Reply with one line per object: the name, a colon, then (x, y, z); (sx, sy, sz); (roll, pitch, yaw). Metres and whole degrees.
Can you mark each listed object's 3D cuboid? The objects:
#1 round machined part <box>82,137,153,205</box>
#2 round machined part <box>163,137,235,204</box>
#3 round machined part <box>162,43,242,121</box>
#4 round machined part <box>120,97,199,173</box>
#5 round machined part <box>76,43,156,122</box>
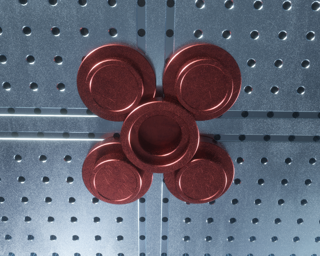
round machined part: (-0.059, 0.065, 0.428); (0.099, 0.042, 0.097); (0, 110, -1)
round machined part: (0.054, 0.064, 0.428); (0.099, 0.042, 0.097); (0, 110, -1)
round machined part: (0.052, -0.054, 0.384); (0.099, 0.042, 0.097); (0, 110, -1)
round machined part: (0.000, 0.006, 0.405); (0.099, 0.042, 0.097); (0, 110, -1)
round machined part: (-0.054, -0.053, 0.383); (0.099, 0.042, 0.097); (0, 110, -1)
